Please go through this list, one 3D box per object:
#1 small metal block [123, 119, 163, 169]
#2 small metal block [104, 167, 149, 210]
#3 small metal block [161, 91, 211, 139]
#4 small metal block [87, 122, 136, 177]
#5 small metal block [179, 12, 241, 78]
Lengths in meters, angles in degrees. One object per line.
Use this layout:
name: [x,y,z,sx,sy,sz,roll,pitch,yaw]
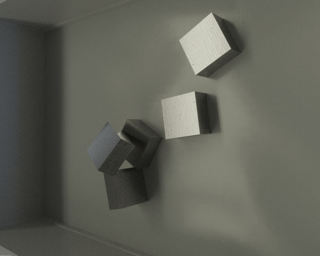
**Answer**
small metal block: [-0.031,0.021,0.430,0.050,0.025,0.050,37,112,33]
small metal block: [-0.046,0.082,0.427,0.025,0.050,0.050,-19,79,38]
small metal block: [0.032,-0.014,0.379,0.050,0.025,0.050,-10,83,39]
small metal block: [-0.066,0.027,0.410,0.050,0.025,0.050,-53,39,6]
small metal block: [0.057,-0.094,0.358,0.050,0.025,0.050,-34,69,34]
